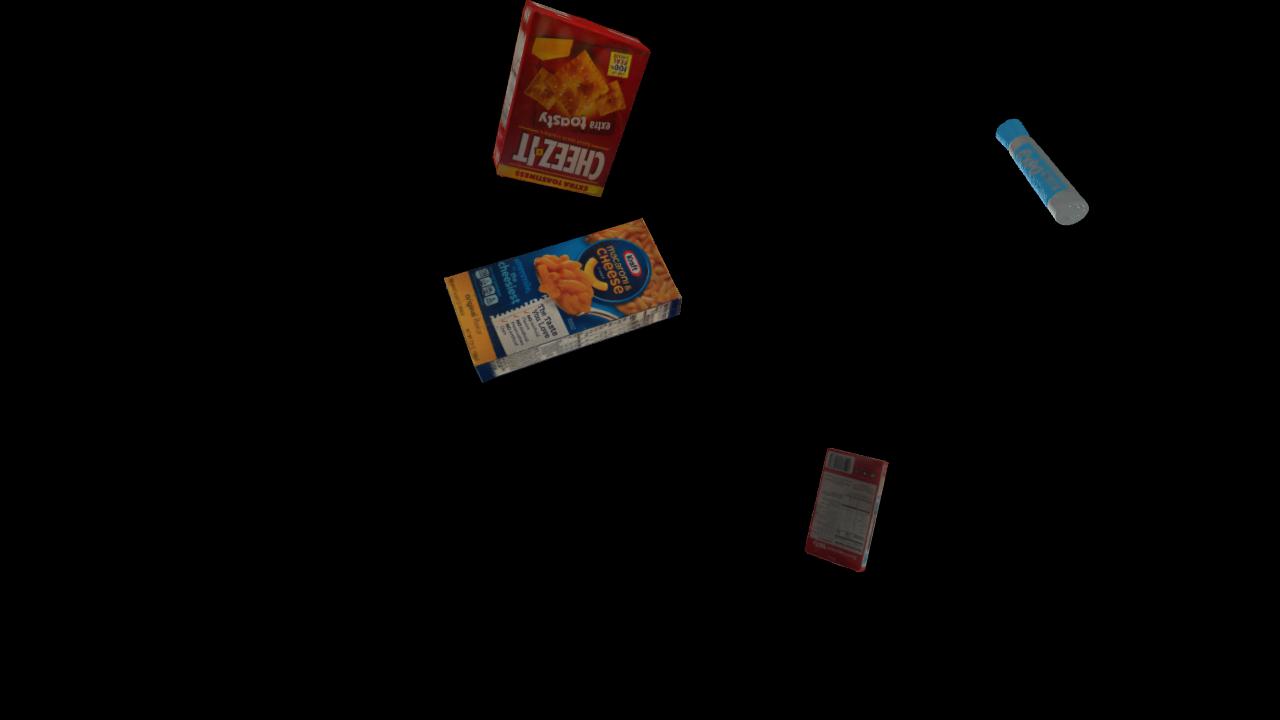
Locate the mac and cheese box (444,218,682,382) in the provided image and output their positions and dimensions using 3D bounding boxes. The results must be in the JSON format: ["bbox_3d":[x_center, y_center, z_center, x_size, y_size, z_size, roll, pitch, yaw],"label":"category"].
[{"bbox_3d":[-0.066,-0.055,0.537,0.184,0.093,0.041,-20,-23,-11],"label":"mac and cheese box"}]

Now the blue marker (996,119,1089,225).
[{"bbox_3d":[0.280,-0.137,0.435,0.020,0.121,0.020,3,-44,2],"label":"blue marker"}]

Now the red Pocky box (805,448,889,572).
[{"bbox_3d":[0.290,0.208,0.866,0.083,0.155,0.028,12,-4,37],"label":"red Pocky box"}]

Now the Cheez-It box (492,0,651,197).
[{"bbox_3d":[-0.103,-0.356,0.866,0.166,0.223,0.071,7,37,-25],"label":"Cheez-It box"}]
